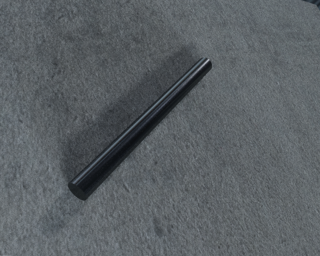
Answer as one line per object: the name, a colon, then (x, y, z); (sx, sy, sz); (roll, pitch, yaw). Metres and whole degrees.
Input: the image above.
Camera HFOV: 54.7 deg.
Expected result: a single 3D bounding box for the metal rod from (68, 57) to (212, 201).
metal rod: (-0.005, -0.019, 0.414); (0.025, 0.025, 0.301); (43, 51, 1)
